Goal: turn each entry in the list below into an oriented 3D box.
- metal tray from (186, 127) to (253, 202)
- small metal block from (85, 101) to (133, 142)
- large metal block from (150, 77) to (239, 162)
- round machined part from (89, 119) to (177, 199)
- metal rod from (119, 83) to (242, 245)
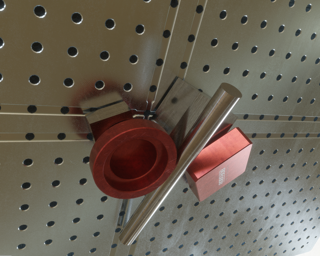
[{"bbox_3d":[0.084,0.058,0.453,0.090,0.030,0.130,-33,154,-6],"label":"metal tray"},{"bbox_3d":[-0.058,0.001,0.377,0.050,0.025,0.050,-20,126,-17],"label":"small metal block"},{"bbox_3d":[0.041,-0.007,0.409,0.080,0.050,0.080,25,105,-37],"label":"large metal block"},{"bbox_3d":[-0.033,0.032,0.362,0.099,0.042,0.097,-12,124,-18],"label":"round machined part"},{"bbox_3d":[0.010,0.067,0.402,0.025,0.025,0.298,6,131,-31],"label":"metal rod"}]
